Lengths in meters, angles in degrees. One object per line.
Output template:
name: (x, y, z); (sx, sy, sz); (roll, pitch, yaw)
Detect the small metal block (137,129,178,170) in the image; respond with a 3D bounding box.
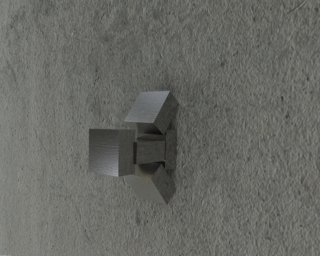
small metal block: (-0.004, 0.026, 0.409); (0.050, 0.025, 0.050); (3, 92, 39)

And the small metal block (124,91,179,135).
small metal block: (-0.011, -0.020, 0.398); (0.050, 0.025, 0.050); (4, 56, 40)

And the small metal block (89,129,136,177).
small metal block: (-0.055, 0.026, 0.352); (0.050, 0.025, 0.050); (1, 91, 39)

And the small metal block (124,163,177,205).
small metal block: (-0.014, 0.069, 0.400); (0.050, 0.025, 0.050); (3, 133, 39)

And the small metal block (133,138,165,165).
small metal block: (-0.029, 0.027, 0.379); (0.050, 0.050, 0.025); (3, 92, 39)
